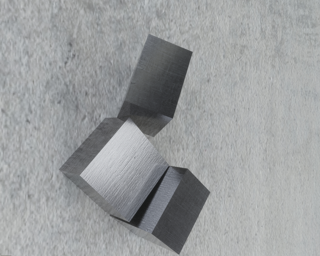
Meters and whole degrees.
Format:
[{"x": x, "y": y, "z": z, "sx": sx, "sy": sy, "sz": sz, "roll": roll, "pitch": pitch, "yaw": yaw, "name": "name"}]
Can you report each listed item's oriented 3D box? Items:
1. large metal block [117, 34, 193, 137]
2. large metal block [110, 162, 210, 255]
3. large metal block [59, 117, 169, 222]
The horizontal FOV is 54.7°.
[{"x": -0.010, "y": -0.043, "z": 0.350, "sx": 0.050, "sy": 0.080, "sz": 0.080, "roll": 20, "pitch": 71, "yaw": -9, "name": "large metal block"}, {"x": 0.000, "y": 0.091, "z": 0.371, "sx": 0.050, "sy": 0.080, "sz": 0.080, "roll": 48, "pitch": 62, "yaw": -30, "name": "large metal block"}, {"x": -0.049, "y": 0.044, "z": 0.349, "sx": 0.080, "sy": 0.050, "sz": 0.080, "roll": 52, "pitch": 59, "yaw": -28, "name": "large metal block"}]
